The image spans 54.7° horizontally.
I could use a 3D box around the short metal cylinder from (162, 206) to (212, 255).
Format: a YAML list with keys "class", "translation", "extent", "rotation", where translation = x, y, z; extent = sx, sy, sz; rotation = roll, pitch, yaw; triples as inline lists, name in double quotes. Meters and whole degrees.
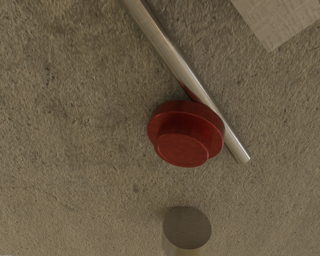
- class: "short metal cylinder"
  translation: [0.044, 0.182, 0.527]
  extent: [0.081, 0.080, 0.050]
  rotation: [2, 130, -2]

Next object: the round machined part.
- class: "round machined part"
  translation: [0.030, 0.014, 0.391]
  extent: [0.098, 0.042, 0.097]
  rotation: [11, 141, 9]

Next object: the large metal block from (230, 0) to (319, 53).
- class: "large metal block"
  translation: [0.085, -0.125, 0.266]
  extent: [0.050, 0.080, 0.080]
  rotation: [-34, 123, 25]

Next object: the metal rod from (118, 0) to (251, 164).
- class: "metal rod"
  translation: [0.036, -0.053, 0.362]
  extent: [0.025, 0.025, 0.300]
  rotation: [-27, 126, 20]
